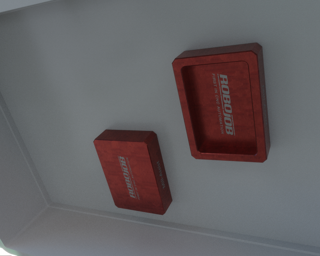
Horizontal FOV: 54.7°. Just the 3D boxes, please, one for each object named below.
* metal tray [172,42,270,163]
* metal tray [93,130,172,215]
[{"bbox_3d":[0.072,-0.024,0.351,0.090,0.030,0.129,0,119,27],"label":"metal tray"},{"bbox_3d":[-0.039,0.067,0.465,0.090,0.030,0.129,1,119,27],"label":"metal tray"}]
